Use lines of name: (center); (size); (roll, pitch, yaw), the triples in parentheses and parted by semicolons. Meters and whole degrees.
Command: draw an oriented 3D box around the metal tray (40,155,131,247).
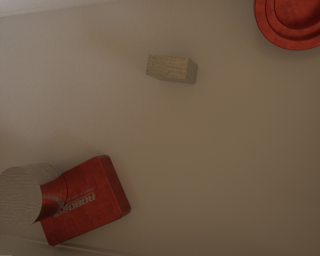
metal tray: (-0.117, 0.105, 0.448); (0.130, 0.030, 0.090); (-27, 82, 17)

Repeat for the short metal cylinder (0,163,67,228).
short metal cylinder: (-0.177, 0.090, 0.426); (0.080, 0.050, 0.079); (0, 90, 20)

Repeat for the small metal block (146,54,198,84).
small metal block: (0.016, -0.073, 0.391); (0.050, 0.050, 0.025); (10, 93, 19)

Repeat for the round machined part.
round machined part: (0.152, -0.137, 0.334); (0.098, 0.042, 0.097); (5, 120, 9)
